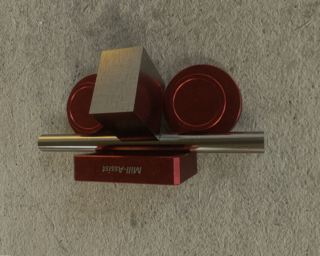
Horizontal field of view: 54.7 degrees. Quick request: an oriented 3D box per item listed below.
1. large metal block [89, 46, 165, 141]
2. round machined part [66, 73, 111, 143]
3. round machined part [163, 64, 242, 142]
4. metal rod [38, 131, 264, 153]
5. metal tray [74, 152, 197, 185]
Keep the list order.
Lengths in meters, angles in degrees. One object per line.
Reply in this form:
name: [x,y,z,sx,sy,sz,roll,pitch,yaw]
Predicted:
large metal block: [-0.033,-0.036,0.363,0.050,0.080,0.080,-2,66,19]
round machined part: [-0.088,-0.027,0.429,0.098,0.042,0.097,0,90,19]
round machined part: [0.050,-0.030,0.382,0.098,0.042,0.097,0,90,19]
metal rod: [-0.025,0.019,0.396,0.301,0.025,0.025,-1,90,19]
metal tray: [-0.027,0.046,0.384,0.130,0.090,0.030,-1,90,19]
